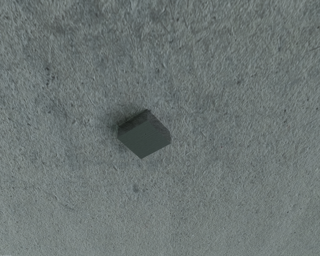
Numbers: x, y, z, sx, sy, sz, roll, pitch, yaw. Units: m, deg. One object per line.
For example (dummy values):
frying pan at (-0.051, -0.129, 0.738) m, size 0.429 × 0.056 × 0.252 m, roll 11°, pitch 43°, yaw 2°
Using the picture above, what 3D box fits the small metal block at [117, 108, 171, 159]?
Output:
small metal block at (-0.021, 0.009, 0.416) m, size 0.050 × 0.025 × 0.050 m, roll -30°, pitch 125°, yaw 22°
